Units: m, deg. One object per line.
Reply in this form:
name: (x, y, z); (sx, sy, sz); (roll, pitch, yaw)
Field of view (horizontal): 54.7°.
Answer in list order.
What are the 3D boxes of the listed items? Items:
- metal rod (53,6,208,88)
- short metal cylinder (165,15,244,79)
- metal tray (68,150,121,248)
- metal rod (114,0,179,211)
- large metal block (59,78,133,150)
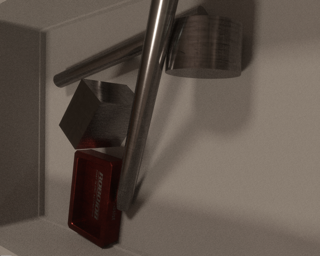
metal rod: (-0.064, -0.107, 0.456); (0.300, 0.025, 0.025); (-12, 83, 39)
short metal cylinder: (0.047, -0.083, 0.331); (0.080, 0.081, 0.050); (5, 93, 39)
metal tray: (-0.100, 0.105, 0.483); (0.090, 0.030, 0.129); (12, 97, 39)
metal rod: (-0.023, -0.009, 0.368); (0.025, 0.025, 0.298); (39, 131, 32)
large metal block: (-0.081, -0.018, 0.435); (0.050, 0.081, 0.080); (48, 118, 29)
